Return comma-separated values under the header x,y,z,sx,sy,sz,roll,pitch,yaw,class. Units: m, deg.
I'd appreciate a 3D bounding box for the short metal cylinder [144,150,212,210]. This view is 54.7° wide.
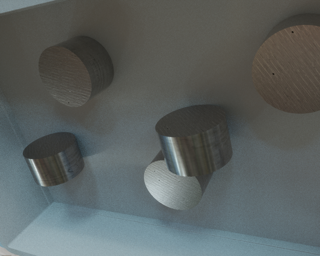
x,y,z,sx,sy,sz,roll,pitch,yaw,class
0.026,0.063,0.418,0.080,0.050,0.079,13,124,21,short metal cylinder

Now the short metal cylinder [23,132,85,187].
x,y,z,sx,sy,sz,roll,pitch,yaw,class
-0.167,0.048,0.491,0.080,0.080,0.050,3,120,27,short metal cylinder

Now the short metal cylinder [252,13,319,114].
x,y,z,sx,sy,sz,roll,pitch,yaw,class
0.131,-0.060,0.286,0.080,0.050,0.079,13,124,21,short metal cylinder

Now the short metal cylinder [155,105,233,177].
x,y,z,sx,sy,sz,roll,pitch,yaw,class
0.040,0.012,0.360,0.080,0.080,0.050,-2,118,29,short metal cylinder

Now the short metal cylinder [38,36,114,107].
x,y,z,sx,sy,sz,roll,pitch,yaw,class
-0.108,-0.074,0.404,0.080,0.050,0.079,13,124,21,short metal cylinder
